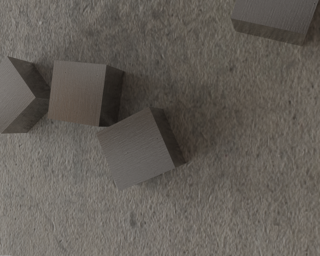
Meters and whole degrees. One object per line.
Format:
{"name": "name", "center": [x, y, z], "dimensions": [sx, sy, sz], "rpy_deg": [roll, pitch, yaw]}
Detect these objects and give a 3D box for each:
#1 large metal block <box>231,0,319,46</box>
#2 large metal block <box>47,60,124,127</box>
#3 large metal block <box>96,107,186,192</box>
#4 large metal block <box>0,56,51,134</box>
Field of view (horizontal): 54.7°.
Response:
{"name": "large metal block", "center": [0.134, -0.146, 0.348], "dimensions": [0.080, 0.050, 0.080], "rpy_deg": [20, 96, 18]}
{"name": "large metal block", "center": [-0.102, -0.047, 0.430], "dimensions": [0.080, 0.050, 0.079], "rpy_deg": [9, 93, 19]}
{"name": "large metal block", "center": [-0.024, 0.027, 0.403], "dimensions": [0.080, 0.050, 0.080], "rpy_deg": [-26, 82, 18]}
{"name": "large metal block", "center": [-0.217, -0.048, 0.470], "dimensions": [0.080, 0.050, 0.080], "rpy_deg": [-41, 78, 15]}
